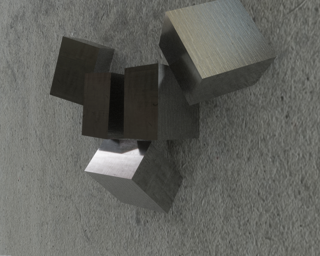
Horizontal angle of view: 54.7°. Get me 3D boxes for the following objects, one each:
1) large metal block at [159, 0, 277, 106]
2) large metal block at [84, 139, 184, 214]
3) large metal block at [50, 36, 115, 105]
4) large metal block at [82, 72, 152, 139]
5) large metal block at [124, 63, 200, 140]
[{"bbox_3d":[0.054,-0.079,0.316,0.050,0.081,0.080,108,140,-64],"label":"large metal block"},{"bbox_3d":[-0.031,0.059,0.386,0.080,0.080,0.050,1,52,40],"label":"large metal block"},{"bbox_3d":[-0.109,-0.083,0.446,0.050,0.080,0.079,18,104,1],"label":"large metal block"},{"bbox_3d":[-0.054,-0.028,0.413,0.050,0.081,0.079,6,94,39],"label":"large metal block"},{"bbox_3d":[0.004,-0.028,0.365,0.050,0.081,0.079,1,91,40],"label":"large metal block"}]
